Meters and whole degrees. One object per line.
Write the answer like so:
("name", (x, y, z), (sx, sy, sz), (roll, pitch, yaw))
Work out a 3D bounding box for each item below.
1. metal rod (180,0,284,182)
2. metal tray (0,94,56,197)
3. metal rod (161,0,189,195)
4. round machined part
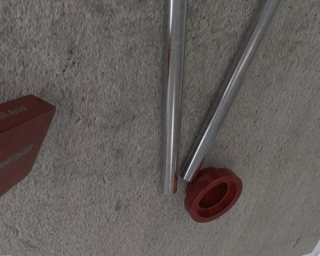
("metal rod", (0.096, -0.054, 0.425), (0.025, 0.025, 0.298), (10, 114, -33))
("metal tray", (-0.148, 0.025, 0.277), (0.030, 0.130, 0.089), (28, 106, -2))
("metal rod", (0.016, -0.034, 0.394), (0.025, 0.025, 0.298), (-13, 124, -22))
("round machined part", (0.081, 0.102, 0.500), (0.099, 0.042, 0.097), (-17, 129, -22))
